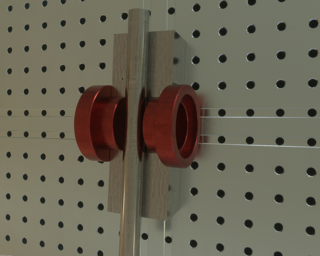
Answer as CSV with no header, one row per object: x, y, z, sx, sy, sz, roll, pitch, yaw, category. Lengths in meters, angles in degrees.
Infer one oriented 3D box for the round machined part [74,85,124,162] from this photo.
-0.062,-0.006,0.395,0.042,0.098,0.097,2,91,20,round machined part

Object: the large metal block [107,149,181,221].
-0.019,0.069,0.405,0.080,0.050,0.079,3,91,20,large metal block

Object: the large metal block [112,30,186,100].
-0.014,-0.078,0.404,0.080,0.050,0.079,2,91,20,large metal block

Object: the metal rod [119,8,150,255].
-0.031,0.011,0.370,0.025,0.025,0.298,3,91,20,metal rod

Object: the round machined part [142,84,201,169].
0.013,-0.002,0.369,0.042,0.098,0.097,2,91,25,round machined part
